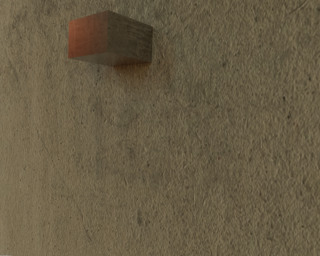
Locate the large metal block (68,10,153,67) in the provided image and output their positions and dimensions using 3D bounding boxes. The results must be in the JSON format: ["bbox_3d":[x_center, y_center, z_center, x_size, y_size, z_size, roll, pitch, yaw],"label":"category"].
[{"bbox_3d":[-0.067,-0.118,0.425,0.080,0.081,0.050,4,93,40],"label":"large metal block"}]
